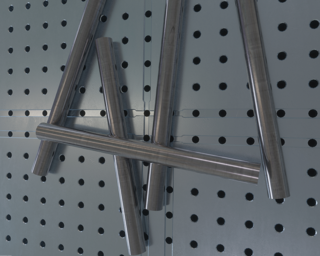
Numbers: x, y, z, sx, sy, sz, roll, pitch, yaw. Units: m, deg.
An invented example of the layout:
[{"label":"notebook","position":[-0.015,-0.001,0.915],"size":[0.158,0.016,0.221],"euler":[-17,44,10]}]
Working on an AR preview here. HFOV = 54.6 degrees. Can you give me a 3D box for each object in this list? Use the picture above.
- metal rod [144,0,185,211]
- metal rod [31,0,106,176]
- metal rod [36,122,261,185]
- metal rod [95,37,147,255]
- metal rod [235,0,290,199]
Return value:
[{"label":"metal rod","position":[0.007,-0.041,0.410],"size":[0.025,0.025,0.298],"euler":[7,92,20]},{"label":"metal rod","position":[-0.134,-0.070,0.460],"size":[0.025,0.025,0.299],"euler":[23,98,18]},{"label":"metal rod","position":[-0.029,0.028,0.395],"size":[0.301,0.025,0.025],"euler":[10,93,19]},{"label":"metal rod","position":[-0.056,0.022,0.432],"size":[0.025,0.025,0.299],"euler":[-11,86,20]},{"label":"metal rod","position":[0.117,-0.067,0.371],"size":[0.025,0.025,0.299],"euler":[-10,87,20]}]
